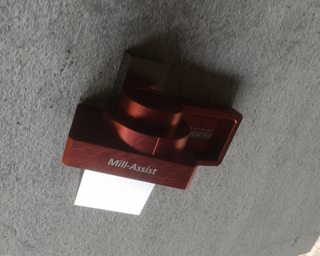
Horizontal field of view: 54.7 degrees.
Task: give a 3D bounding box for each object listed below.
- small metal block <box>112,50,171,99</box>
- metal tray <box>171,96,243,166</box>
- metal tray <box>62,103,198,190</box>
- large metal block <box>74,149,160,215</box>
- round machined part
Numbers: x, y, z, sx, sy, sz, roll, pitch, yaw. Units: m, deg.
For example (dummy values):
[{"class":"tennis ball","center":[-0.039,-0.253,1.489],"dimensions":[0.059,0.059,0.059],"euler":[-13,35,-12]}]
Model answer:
[{"class":"small metal block","center":[-0.022,-0.058,0.362],"dimensions":[0.050,0.025,0.050],"euler":[7,115,-32]},{"class":"metal tray","center":[0.045,0.007,0.436],"dimensions":[0.131,0.030,0.089],"euler":[6,115,-32]},{"class":"metal tray","center":[-0.032,0.018,0.339],"dimensions":[0.131,0.090,0.030],"euler":[14,113,-15]},{"class":"large metal block","center":[-0.052,0.055,0.375],"dimensions":[0.081,0.050,0.079],"euler":[14,125,-15]},{"class":"round machined part","center":[-0.013,-0.013,0.333],"dimensions":[0.099,0.098,0.042],"euler":[6,115,-32]}]
